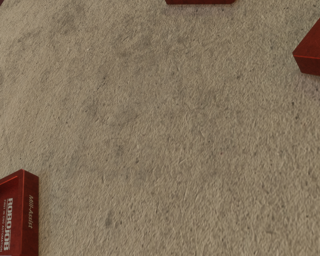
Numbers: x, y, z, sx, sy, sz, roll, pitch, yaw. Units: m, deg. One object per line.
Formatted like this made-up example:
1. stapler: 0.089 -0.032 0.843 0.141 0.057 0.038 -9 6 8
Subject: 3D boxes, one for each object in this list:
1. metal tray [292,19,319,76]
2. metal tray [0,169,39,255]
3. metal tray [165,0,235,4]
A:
1. metal tray: 0.220 -0.091 0.318 0.090 0.030 0.130 -50 35 -8
2. metal tray: -0.216 0.133 0.432 0.090 0.030 0.130 -26 53 12
3. metal tray: 0.074 -0.250 0.514 0.130 0.030 0.090 15 69 34
